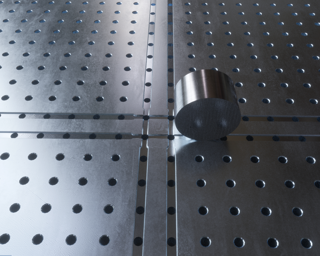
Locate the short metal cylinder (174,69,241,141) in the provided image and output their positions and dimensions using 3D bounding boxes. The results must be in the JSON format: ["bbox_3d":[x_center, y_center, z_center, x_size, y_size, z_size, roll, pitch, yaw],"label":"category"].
[{"bbox_3d":[0.059,-0.028,0.396,0.080,0.080,0.050,0,50,0],"label":"short metal cylinder"}]
